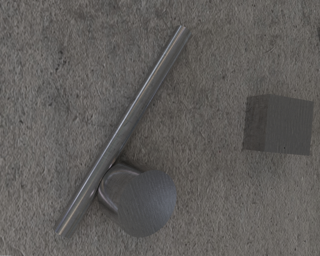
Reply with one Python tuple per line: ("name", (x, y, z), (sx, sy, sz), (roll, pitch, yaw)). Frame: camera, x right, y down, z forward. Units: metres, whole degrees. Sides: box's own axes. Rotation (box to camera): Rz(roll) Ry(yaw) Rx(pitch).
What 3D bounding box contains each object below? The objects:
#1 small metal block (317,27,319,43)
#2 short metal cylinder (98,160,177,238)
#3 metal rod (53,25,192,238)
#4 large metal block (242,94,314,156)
("small metal block", (0.296, -0.150, 0.518), (0.050, 0.025, 0.050), (-17, 96, -19))
("short metal cylinder", (-0.027, 0.083, 0.374), (0.081, 0.050, 0.079), (-8, 104, -35))
("metal rod", (-0.042, -0.003, 0.393), (0.025, 0.025, 0.300), (33, 79, -17))
("large metal block", (0.175, -0.003, 0.460), (0.081, 0.050, 0.080), (6, 88, -20))
